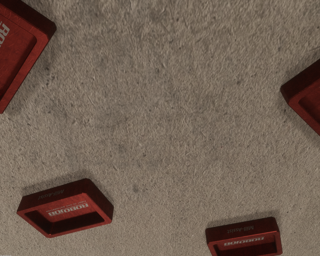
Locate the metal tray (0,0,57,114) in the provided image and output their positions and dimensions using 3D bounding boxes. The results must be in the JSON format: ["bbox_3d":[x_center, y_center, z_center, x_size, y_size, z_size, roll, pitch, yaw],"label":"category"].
[{"bbox_3d":[-0.184,-0.083,0.330,0.090,0.030,0.129,32,123,-25],"label":"metal tray"}]

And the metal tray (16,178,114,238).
[{"bbox_3d":[-0.156,0.137,0.518,0.130,0.030,0.090,-18,128,14],"label":"metal tray"}]

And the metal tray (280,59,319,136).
[{"bbox_3d":[0.225,-0.031,0.380,0.130,0.030,0.090,35,122,-27],"label":"metal tray"}]

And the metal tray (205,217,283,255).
[{"bbox_3d":[0.161,0.217,0.591,0.130,0.030,0.090,-14,129,11],"label":"metal tray"}]
